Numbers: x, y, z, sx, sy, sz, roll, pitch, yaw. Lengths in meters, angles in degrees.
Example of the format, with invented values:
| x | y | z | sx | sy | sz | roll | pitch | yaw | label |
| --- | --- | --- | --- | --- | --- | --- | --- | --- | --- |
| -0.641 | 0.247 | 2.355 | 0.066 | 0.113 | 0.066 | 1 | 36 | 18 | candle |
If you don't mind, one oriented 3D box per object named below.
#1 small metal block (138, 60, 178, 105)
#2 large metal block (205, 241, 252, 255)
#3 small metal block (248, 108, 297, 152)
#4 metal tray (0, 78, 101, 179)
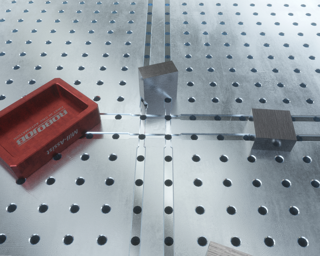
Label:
| x | y | z | sx | sy | sz | roll | pitch | yaw | label |
| --- | --- | --- | --- | --- | --- | --- | --- | --- | --- |
| -0.003 | -0.065 | 0.446 | 0.050 | 0.050 | 0.025 | -15 | 52 | -12 | small metal block |
| 0.069 | 0.156 | 0.262 | 0.080 | 0.050 | 0.080 | 16 | 52 | 12 | large metal block |
| 0.146 | 0.002 | 0.408 | 0.050 | 0.025 | 0.050 | 4 | 50 | 3 | small metal block |
| -0.156 | -0.005 | 0.406 | 0.090 | 0.030 | 0.131 | 34 | 57 | 24 | metal tray |
